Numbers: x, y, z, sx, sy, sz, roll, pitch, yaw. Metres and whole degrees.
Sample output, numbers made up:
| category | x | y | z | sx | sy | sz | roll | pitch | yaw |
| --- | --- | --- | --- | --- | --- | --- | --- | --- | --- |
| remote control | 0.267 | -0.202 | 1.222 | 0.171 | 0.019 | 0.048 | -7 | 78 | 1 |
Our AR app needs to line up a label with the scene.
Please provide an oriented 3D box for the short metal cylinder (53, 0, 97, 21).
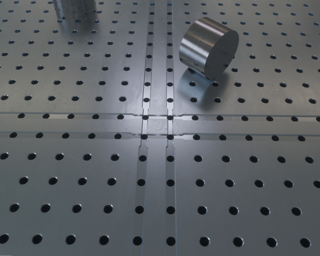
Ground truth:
| category | x | y | z | sx | sy | sz | roll | pitch | yaw |
| --- | --- | --- | --- | --- | --- | --- | --- | --- | --- |
| short metal cylinder | -0.168 | -0.252 | 0.602 | 0.081 | 0.050 | 0.080 | 0 | 50 | 0 |

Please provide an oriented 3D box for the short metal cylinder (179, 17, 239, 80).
| category | x | y | z | sx | sy | sz | roll | pitch | yaw |
| --- | --- | --- | --- | --- | --- | --- | --- | --- | --- |
| short metal cylinder | 0.075 | -0.121 | 0.474 | 0.080 | 0.080 | 0.050 | -37 | 59 | -27 |
